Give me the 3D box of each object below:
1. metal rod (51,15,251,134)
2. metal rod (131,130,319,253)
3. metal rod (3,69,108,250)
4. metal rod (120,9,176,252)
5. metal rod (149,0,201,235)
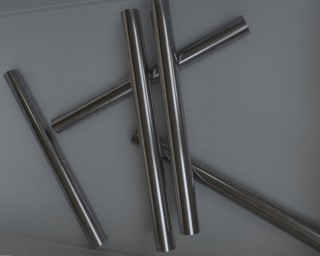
[{"bbox_3d":[-0.025,-0.064,0.419,0.300,0.025,0.025,-25,82,18],"label":"metal rod"},{"bbox_3d":[0.094,0.080,0.377,0.301,0.025,0.025,28,99,17],"label":"metal rod"},{"bbox_3d":[-0.161,0.040,0.467,0.025,0.025,0.299,-34,79,17],"label":"metal rod"},{"bbox_3d":[-0.015,0.000,0.388,0.025,0.025,0.298,-10,87,20],"label":"metal rod"},{"bbox_3d":[0.016,-0.024,0.376,0.025,0.025,0.298,-9,87,20],"label":"metal rod"}]
